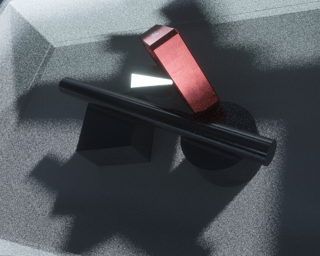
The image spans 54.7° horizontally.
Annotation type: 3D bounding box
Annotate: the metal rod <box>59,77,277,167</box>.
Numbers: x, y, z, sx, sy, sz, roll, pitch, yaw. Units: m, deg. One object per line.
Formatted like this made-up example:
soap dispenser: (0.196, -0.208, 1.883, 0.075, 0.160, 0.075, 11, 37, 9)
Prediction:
metal rod: (-0.018, -0.019, 0.358, 0.300, 0.025, 0.025, 20, 72, 35)

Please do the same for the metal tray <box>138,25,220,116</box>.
metal tray: (0.018, -0.073, 0.365, 0.030, 0.090, 0.130, -35, 22, 4)

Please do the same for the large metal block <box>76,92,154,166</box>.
large metal block: (-0.056, 0.002, 0.415, 0.080, 0.050, 0.080, -7, 59, 24)

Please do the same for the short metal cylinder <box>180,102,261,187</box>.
short metal cylinder: (0.069, 0.018, 0.340, 0.080, 0.050, 0.080, -13, 56, 20)

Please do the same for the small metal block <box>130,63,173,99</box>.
small metal block: (-0.008, -0.062, 0.401, 0.050, 0.025, 0.050, 9, 27, 3)
